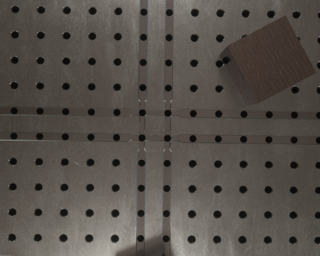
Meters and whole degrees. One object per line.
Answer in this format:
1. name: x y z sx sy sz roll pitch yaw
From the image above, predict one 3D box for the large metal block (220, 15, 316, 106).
1. large metal block: 0.137 -0.084 0.403 0.080 0.050 0.080 -28 90 0
